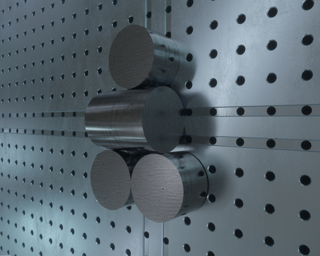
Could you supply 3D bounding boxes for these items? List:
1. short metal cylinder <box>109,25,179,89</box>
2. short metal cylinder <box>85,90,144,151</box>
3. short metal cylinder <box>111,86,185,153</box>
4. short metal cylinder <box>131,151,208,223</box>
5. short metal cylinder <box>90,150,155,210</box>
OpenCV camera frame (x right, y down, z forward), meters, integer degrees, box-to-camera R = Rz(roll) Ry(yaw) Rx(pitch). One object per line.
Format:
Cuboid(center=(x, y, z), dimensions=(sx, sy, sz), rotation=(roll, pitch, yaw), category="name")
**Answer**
Cuboid(center=(-0.022, -0.090, 0.409), dimensions=(0.080, 0.050, 0.079), rotation=(0, 90, 39), category="short metal cylinder")
Cuboid(center=(-0.052, -0.010, 0.415), dimensions=(0.050, 0.081, 0.079), rotation=(1, 91, 40), category="short metal cylinder")
Cuboid(center=(-0.013, -0.010, 0.383), dimensions=(0.050, 0.081, 0.079), rotation=(1, 91, 40), category="short metal cylinder")
Cuboid(center=(0.011, 0.070, 0.381), dimensions=(0.080, 0.050, 0.079), rotation=(0, 90, 39), category="short metal cylinder")
Cuboid(center=(-0.051, 0.069, 0.432), dimensions=(0.080, 0.050, 0.079), rotation=(0, 90, 39), category="short metal cylinder")
